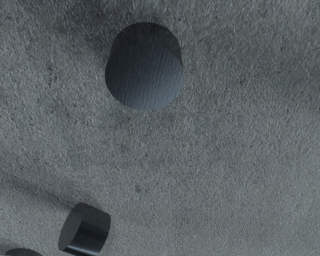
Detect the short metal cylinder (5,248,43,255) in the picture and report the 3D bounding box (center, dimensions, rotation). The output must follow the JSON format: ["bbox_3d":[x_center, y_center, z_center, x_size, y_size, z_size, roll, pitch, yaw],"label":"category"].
[{"bbox_3d":[-0.285,0.291,0.636,0.081,0.050,0.079,0,130,0],"label":"short metal cylinder"}]

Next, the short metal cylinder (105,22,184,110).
[{"bbox_3d":[-0.016,-0.066,0.334,0.081,0.050,0.079,0,130,0],"label":"short metal cylinder"}]

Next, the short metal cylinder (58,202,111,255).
[{"bbox_3d":[-0.126,0.171,0.515,0.050,0.080,0.080,31,123,-24],"label":"short metal cylinder"}]
